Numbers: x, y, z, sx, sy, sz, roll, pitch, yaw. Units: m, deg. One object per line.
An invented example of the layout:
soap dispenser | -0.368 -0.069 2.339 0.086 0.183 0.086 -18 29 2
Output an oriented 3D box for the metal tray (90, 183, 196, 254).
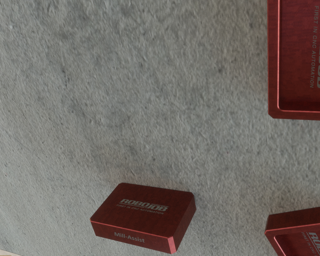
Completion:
metal tray | -0.023 0.126 0.453 0.130 0.090 0.030 3 120 26

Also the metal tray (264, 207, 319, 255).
metal tray | 0.205 0.163 0.396 0.090 0.030 0.130 -24 106 36

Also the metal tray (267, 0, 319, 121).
metal tray | 0.147 -0.070 0.282 0.090 0.030 0.129 4 120 26
